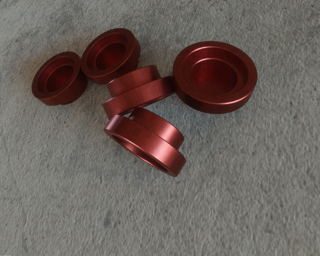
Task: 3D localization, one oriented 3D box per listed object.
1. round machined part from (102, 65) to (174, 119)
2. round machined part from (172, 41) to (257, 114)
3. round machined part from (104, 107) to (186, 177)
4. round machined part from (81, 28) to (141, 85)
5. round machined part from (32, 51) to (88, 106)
[{"bbox_3d":[-0.028,-0.048,0.398,0.098,0.098,0.042,-22,93,14],"label":"round machined part"},{"bbox_3d":[0.064,-0.057,0.378,0.099,0.042,0.098,1,58,-1],"label":"round machined part"},{"bbox_3d":[-0.012,0.012,0.354,0.098,0.098,0.042,24,76,36],"label":"round machined part"},{"bbox_3d":[-0.074,-0.109,0.497,0.098,0.042,0.098,-13,56,20],"label":"round machined part"},{"bbox_3d":[-0.163,-0.078,0.524,0.098,0.042,0.098,-13,56,20],"label":"round machined part"}]
